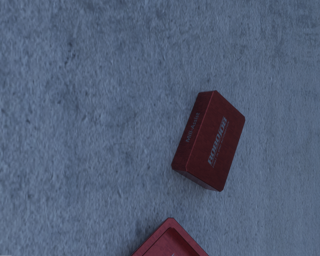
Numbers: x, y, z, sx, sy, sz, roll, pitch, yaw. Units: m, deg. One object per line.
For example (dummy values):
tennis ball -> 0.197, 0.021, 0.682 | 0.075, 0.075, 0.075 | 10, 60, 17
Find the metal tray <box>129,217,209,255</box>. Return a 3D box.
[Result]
metal tray -> -0.003, 0.184, 0.367 | 0.090, 0.030, 0.131 | 46, 59, 10

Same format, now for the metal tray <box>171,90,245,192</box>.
metal tray -> 0.077, 0.020, 0.469 | 0.090, 0.030, 0.130 | 35, 68, -35
